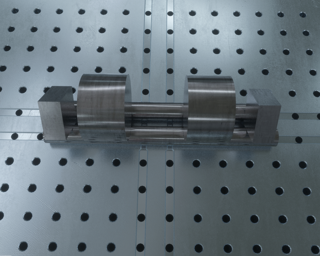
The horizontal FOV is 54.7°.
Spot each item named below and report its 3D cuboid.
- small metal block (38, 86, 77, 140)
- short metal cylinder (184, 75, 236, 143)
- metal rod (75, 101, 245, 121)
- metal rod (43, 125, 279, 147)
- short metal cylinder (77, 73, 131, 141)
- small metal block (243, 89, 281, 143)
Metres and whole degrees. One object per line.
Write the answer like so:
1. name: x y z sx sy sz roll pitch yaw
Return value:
1. small metal block: -0.124 -0.019 0.381 0.025 0.050 0.050 1 28 1
2. short metal cylinder: 0.056 -0.022 0.368 0.050 0.080 0.080 1 70 0
3. metal rod: 0.004 -0.023 0.420 0.302 0.025 0.025 1 70 0
4. metal rod: 0.001 0.010 0.408 0.302 0.025 0.025 1 70 0
5. short metal cylinder: -0.063 -0.024 0.368 0.050 0.080 0.080 1 70 0
6. small metal block: 0.124 -0.016 0.381 0.025 0.050 0.050 0 29 1
